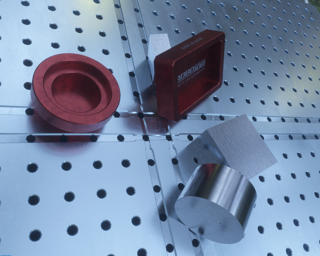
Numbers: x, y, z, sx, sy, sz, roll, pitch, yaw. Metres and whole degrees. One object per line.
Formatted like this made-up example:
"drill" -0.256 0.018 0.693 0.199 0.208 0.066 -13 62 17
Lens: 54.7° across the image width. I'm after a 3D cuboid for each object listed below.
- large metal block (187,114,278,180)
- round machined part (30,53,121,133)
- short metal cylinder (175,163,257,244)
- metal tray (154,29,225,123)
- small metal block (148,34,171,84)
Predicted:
"large metal block" 0.099 0.035 0.426 0.081 0.050 0.080 -20 73 -36
"round machined part" -0.100 -0.037 0.367 0.099 0.042 0.098 14 56 -21
"short metal cylinder" 0.064 0.087 0.356 0.080 0.080 0.050 39 51 -2
"metal tray" 0.046 -0.077 0.439 0.030 0.089 0.131 22 42 32
"small metal block" 0.000 -0.101 0.452 0.025 0.050 0.050 -6 64 -10
